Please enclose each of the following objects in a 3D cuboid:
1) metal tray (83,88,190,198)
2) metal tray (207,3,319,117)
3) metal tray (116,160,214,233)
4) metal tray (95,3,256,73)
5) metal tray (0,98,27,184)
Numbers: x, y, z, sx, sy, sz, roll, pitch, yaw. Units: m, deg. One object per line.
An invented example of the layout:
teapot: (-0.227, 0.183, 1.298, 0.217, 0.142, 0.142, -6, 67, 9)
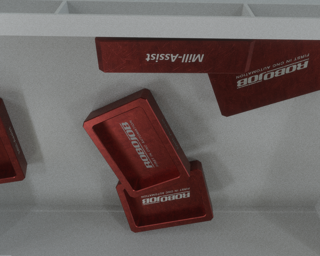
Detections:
metal tray: (-0.027, 0.024, 0.405, 0.090, 0.030, 0.130, -22, 113, 17)
metal tray: (0.121, -0.071, 0.347, 0.130, 0.030, 0.090, -17, 129, 13)
metal tray: (0.008, 0.107, 0.476, 0.131, 0.030, 0.089, -12, 108, 10)
metal tray: (0.012, -0.087, 0.291, 0.131, 0.090, 0.030, 0, 130, -1)
metal tray: (-0.241, 0.023, 0.410, 0.091, 0.030, 0.129, -7, 131, -10)
